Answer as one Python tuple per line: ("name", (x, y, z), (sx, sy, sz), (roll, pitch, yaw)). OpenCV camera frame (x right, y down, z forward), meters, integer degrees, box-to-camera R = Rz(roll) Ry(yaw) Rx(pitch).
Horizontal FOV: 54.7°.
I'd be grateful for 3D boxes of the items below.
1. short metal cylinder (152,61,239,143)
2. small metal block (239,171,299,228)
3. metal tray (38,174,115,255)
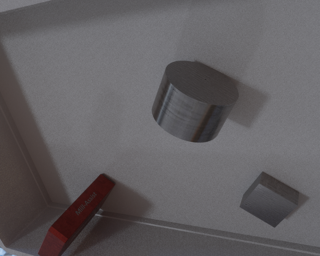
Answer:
("short metal cylinder", (0.037, -0.030, 0.335), (0.080, 0.080, 0.050), (29, 128, 10))
("small metal block", (0.138, 0.091, 0.392), (0.050, 0.025, 0.050), (30, 128, 8))
("metal tray", (-0.131, 0.143, 0.496), (0.030, 0.131, 0.089), (36, 129, 4))
